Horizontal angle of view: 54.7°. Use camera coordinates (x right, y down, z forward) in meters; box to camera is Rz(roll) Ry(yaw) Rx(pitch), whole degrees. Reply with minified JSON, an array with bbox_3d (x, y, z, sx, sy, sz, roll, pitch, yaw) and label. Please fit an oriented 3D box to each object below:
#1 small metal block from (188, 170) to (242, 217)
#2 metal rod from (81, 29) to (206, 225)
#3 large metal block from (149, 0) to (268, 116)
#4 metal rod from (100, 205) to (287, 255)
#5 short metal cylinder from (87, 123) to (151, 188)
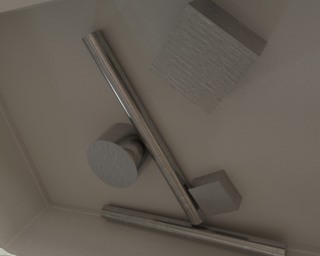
[{"bbox_3d":[0.076,0.090,0.424,0.050,0.025,0.050,-26,105,36],"label":"small metal block"},{"bbox_3d":[-0.014,0.010,0.420,0.025,0.025,0.299,-19,109,35],"label":"metal rod"},{"bbox_3d":[0.049,-0.074,0.320,0.080,0.050,0.080,38,129,2],"label":"large metal block"},{"bbox_3d":[0.033,0.155,0.475,0.300,0.025,0.025,3,120,30],"label":"metal rod"},{"bbox_3d":[-0.057,0.039,0.445,0.080,0.050,0.079,13,124,20],"label":"short metal cylinder"}]
